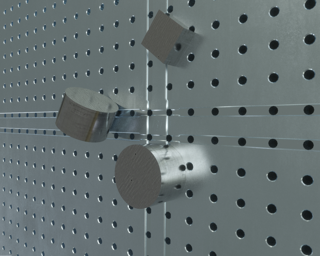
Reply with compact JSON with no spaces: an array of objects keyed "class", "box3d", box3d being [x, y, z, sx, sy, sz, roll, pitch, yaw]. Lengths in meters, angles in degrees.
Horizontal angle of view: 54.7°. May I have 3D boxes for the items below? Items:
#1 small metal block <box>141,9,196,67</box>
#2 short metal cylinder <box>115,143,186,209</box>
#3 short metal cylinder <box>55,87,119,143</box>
[{"class":"small metal block","box3d":[0.010,-0.116,0.402,0.050,0.025,0.050,47,118,29]},{"class":"short metal cylinder","box3d":[-0.013,0.060,0.404,0.080,0.050,0.079,0,90,40]},{"class":"short metal cylinder","box3d":[-0.109,-0.021,0.464,0.080,0.081,0.050,38,114,33]}]
